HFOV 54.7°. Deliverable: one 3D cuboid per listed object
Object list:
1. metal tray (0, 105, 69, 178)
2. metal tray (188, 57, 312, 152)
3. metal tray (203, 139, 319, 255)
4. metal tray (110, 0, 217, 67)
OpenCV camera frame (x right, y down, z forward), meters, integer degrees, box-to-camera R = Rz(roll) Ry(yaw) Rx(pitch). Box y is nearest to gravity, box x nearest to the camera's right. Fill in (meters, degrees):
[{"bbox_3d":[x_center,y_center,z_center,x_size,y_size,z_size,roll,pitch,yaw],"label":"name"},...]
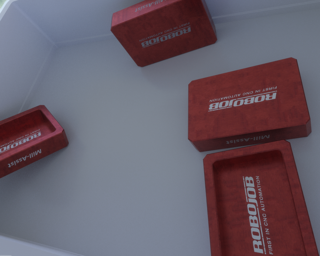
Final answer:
[{"bbox_3d":[-0.219,0.020,0.468,0.131,0.030,0.090,-28,46,-25],"label":"metal tray"},{"bbox_3d":[0.100,-0.026,0.366,0.130,0.030,0.090,-10,57,22],"label":"metal tray"},{"bbox_3d":[0.094,0.082,0.302,0.090,0.030,0.130,-13,56,20],"label":"metal tray"},{"bbox_3d":[0.007,-0.144,0.448,0.130,0.090,0.030,-14,56,20],"label":"metal tray"}]
